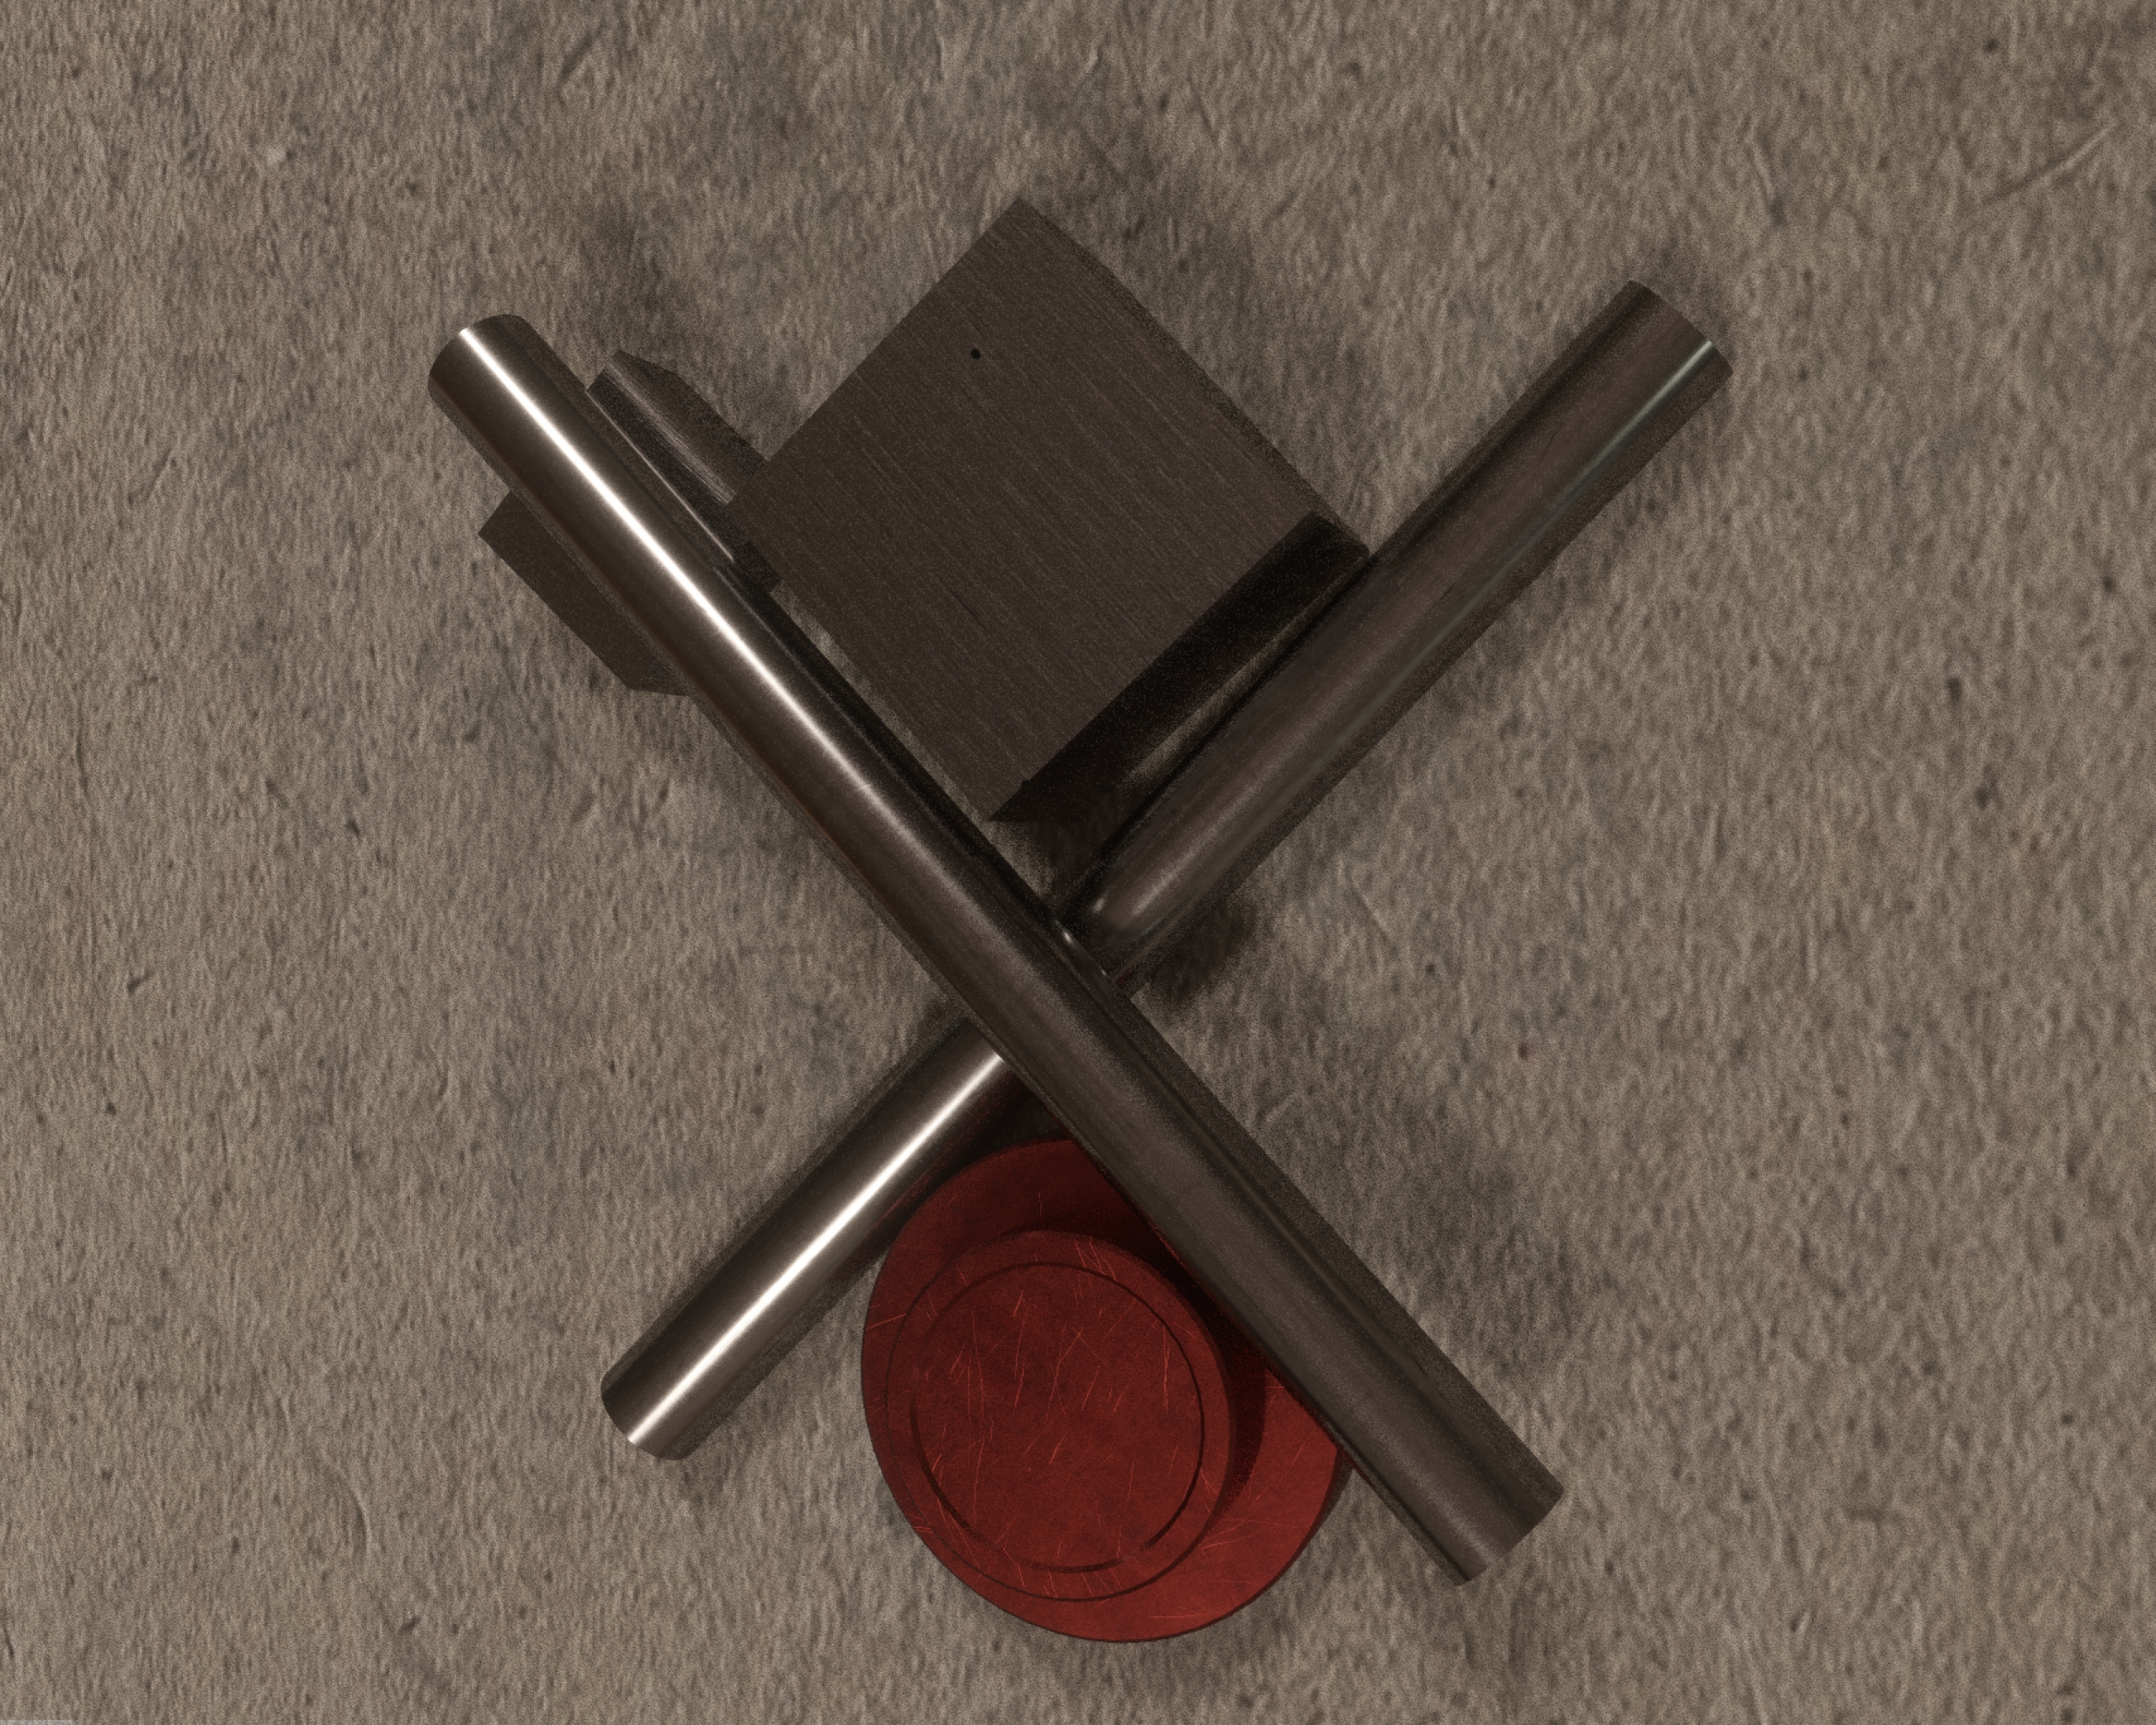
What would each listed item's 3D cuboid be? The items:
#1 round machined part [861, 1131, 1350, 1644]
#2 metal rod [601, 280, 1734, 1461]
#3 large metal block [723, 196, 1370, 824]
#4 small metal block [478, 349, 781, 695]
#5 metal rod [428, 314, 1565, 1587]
[{"bbox_3d":[0.003,0.101,0.399,0.098,0.042,0.097,0,90,19],"label":"round machined part"},{"bbox_3d":[0.009,0.010,0.408,0.025,0.025,0.299,46,104,14],"label":"metal rod"},{"bbox_3d":[-0.005,-0.064,0.399,0.080,0.050,0.080,-43,77,14],"label":"large metal block"},{"bbox_3d":[-0.089,-0.071,0.442,0.050,0.025,0.050,45,103,14],"label":"small metal block"},{"bbox_3d":[-0.024,0.007,0.391,0.025,0.025,0.300,-45,77,14],"label":"metal rod"}]
